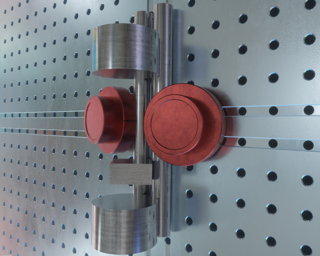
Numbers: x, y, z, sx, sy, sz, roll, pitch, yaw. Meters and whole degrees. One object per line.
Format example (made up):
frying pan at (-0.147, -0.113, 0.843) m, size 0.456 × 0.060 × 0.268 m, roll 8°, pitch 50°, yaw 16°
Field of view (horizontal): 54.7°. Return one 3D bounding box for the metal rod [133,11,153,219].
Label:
metal rod at (-0.024, -0.008, 0.429) m, size 0.025 × 0.025 × 0.298 m, roll 1°, pitch 91°, yaw 40°

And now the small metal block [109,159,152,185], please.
small metal block at (-0.035, 0.054, 0.392) m, size 0.050 × 0.050 × 0.025 m, roll 1°, pitch 91°, yaw -2°

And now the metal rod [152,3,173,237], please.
metal rod at (0.003, -0.010, 0.406) m, size 0.025 × 0.025 × 0.298 m, roll 1°, pitch 91°, yaw 40°

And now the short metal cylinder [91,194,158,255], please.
short metal cylinder at (-0.043, 0.115, 0.381) m, size 0.080 × 0.081 × 0.050 m, roll 1°, pitch 91°, yaw 40°

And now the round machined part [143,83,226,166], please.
round machined part at (0.024, -0.004, 0.361) m, size 0.098 × 0.042 × 0.097 m, roll 0°, pitch 90°, yaw 25°

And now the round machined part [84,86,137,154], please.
round machined part at (-0.077, -0.011, 0.446) m, size 0.098 × 0.042 × 0.097 m, roll 0°, pitch 90°, yaw 54°

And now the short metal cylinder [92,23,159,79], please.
short metal cylinder at (-0.041, -0.090, 0.379) m, size 0.080 × 0.081 × 0.050 m, roll 1°, pitch 91°, yaw 40°
